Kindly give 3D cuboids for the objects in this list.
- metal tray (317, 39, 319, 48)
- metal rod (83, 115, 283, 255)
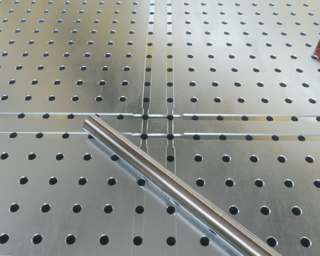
[{"bbox_3d":[0.354,-0.159,0.540,0.131,0.030,0.090,-32,57,-25],"label":"metal tray"},{"bbox_3d":[0.019,0.070,0.348,0.300,0.025,0.025,35,58,25],"label":"metal rod"}]
